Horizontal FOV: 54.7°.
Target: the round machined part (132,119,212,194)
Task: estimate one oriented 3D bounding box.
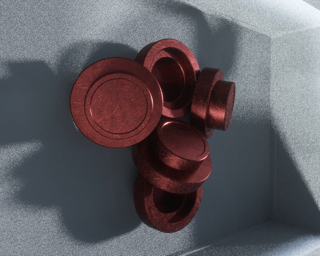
[{"bbox_3d":[0.020,0.027,0.372,0.099,0.098,0.042,-9,140,-40],"label":"round machined part"}]

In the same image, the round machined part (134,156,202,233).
[{"bbox_3d":[0.006,0.080,0.398,0.099,0.042,0.097,0,90,-40],"label":"round machined part"}]

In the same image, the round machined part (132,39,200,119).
[{"bbox_3d":[0.004,-0.060,0.395,0.099,0.042,0.097,0,90,-40],"label":"round machined part"}]

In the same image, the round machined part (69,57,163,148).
[{"bbox_3d":[-0.045,-0.025,0.328,0.099,0.042,0.097,-3,102,-12],"label":"round machined part"}]

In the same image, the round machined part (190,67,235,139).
[{"bbox_3d":[0.077,-0.033,0.428,0.098,0.042,0.097,10,91,-71],"label":"round machined part"}]
